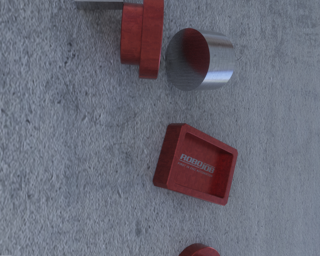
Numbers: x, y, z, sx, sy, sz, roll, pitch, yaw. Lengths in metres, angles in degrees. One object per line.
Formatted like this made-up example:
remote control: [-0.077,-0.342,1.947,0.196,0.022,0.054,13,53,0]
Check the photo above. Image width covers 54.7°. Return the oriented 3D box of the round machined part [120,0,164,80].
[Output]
round machined part: [-0.022,-0.105,0.353,0.042,0.098,0.097,3,88,-5]

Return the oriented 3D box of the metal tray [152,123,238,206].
metal tray: [0.057,0.056,0.451,0.131,0.030,0.090,25,74,-38]

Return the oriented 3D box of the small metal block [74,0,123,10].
small metal block: [-0.067,-0.158,0.335,0.050,0.025,0.050,-3,92,-9]

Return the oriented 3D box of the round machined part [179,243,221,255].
round machined part: [0.062,0.223,0.449,0.099,0.042,0.097,0,90,-40]

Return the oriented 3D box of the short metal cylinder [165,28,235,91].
short metal cylinder: [0.053,-0.090,0.415,0.050,0.080,0.079,-8,96,-40]
